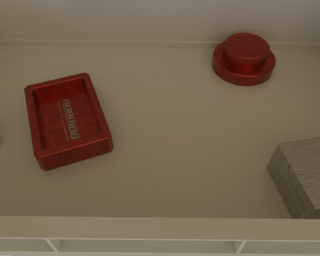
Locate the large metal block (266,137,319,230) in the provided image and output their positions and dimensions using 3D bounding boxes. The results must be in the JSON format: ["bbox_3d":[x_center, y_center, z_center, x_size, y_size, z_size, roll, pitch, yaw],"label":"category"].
[{"bbox_3d":[0.179,0.057,0.343,0.081,0.050,0.080,-9,51,-8],"label":"large metal block"}]

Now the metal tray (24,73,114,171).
[{"bbox_3d":[-0.123,-0.014,0.411,0.091,0.030,0.130,-16,52,-14],"label":"metal tray"}]

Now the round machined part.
[{"bbox_3d":[0.134,-0.115,0.492,0.099,0.042,0.098,0,50,0],"label":"round machined part"}]
